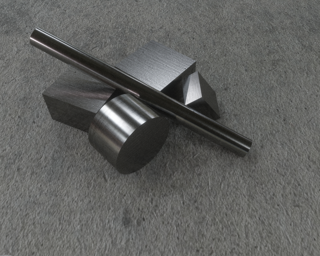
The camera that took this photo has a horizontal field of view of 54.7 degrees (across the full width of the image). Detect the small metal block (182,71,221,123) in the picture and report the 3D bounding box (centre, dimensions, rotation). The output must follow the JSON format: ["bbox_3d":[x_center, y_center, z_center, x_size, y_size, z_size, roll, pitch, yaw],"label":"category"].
[{"bbox_3d":[0.056,-0.040,0.420,0.025,0.050,0.050,-26,45,26],"label":"small metal block"}]

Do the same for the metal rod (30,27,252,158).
[{"bbox_3d":[-0.024,-0.045,0.389,0.301,0.025,0.025,28,54,2],"label":"metal rod"}]

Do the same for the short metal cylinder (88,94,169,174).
[{"bbox_3d":[-0.035,0.007,0.362,0.080,0.080,0.050,-37,59,-27],"label":"short metal cylinder"}]

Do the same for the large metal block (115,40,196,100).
[{"bbox_3d":[-0.006,-0.073,0.447,0.080,0.050,0.080,32,57,24],"label":"large metal block"}]

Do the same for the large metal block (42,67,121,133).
[{"bbox_3d":[-0.096,-0.042,0.423,0.080,0.050,0.080,20,53,16],"label":"large metal block"}]
